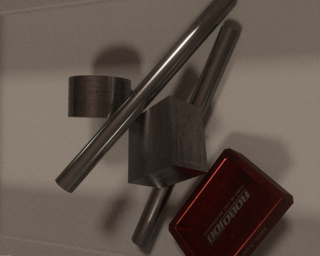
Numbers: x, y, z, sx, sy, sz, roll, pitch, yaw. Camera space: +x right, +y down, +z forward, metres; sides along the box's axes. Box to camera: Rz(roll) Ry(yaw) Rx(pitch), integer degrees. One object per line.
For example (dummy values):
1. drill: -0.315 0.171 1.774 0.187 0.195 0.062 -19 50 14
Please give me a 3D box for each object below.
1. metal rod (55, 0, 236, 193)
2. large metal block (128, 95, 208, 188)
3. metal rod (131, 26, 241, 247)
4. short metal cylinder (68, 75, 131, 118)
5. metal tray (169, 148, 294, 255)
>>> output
1. metal rod: -0.014 -0.046 0.371 0.025 0.025 0.300 40 86 15
2. large metal block: 0.006 0.020 0.364 0.080 0.050 0.080 -30 53 44
3. metal rod: 0.030 0.017 0.399 0.025 0.025 0.298 25 98 18
4. short metal cylinder: -0.079 -0.038 0.408 0.080 0.080 0.050 1 91 19
5. metal tray: 0.075 0.100 0.358 0.129 0.030 0.090 -56 42 11
